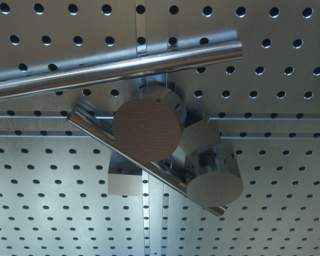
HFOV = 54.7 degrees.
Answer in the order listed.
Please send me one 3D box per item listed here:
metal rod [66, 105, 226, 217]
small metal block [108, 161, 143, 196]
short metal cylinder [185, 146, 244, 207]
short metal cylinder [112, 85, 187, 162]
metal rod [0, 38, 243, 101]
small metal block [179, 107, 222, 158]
[{"bbox_3d":[-0.005,0.061,0.463,0.301,0.025,0.025,36,121,-27],"label":"metal rod"},{"bbox_3d":[-0.054,0.079,0.478,0.050,0.025,0.050,4,130,-4],"label":"small metal block"},{"bbox_3d":[0.078,0.072,0.457,0.081,0.050,0.079,0,130,0],"label":"short metal cylinder"},{"bbox_3d":[-0.011,-0.006,0.374,0.080,0.050,0.079,5,115,11],"label":"short metal cylinder"},{"bbox_3d":[-0.060,-0.064,0.356,0.301,0.025,0.025,-8,130,7],"label":"metal rod"},{"bbox_3d":[0.047,0.007,0.418,0.050,0.025,0.050,-28,125,21],"label":"small metal block"}]
